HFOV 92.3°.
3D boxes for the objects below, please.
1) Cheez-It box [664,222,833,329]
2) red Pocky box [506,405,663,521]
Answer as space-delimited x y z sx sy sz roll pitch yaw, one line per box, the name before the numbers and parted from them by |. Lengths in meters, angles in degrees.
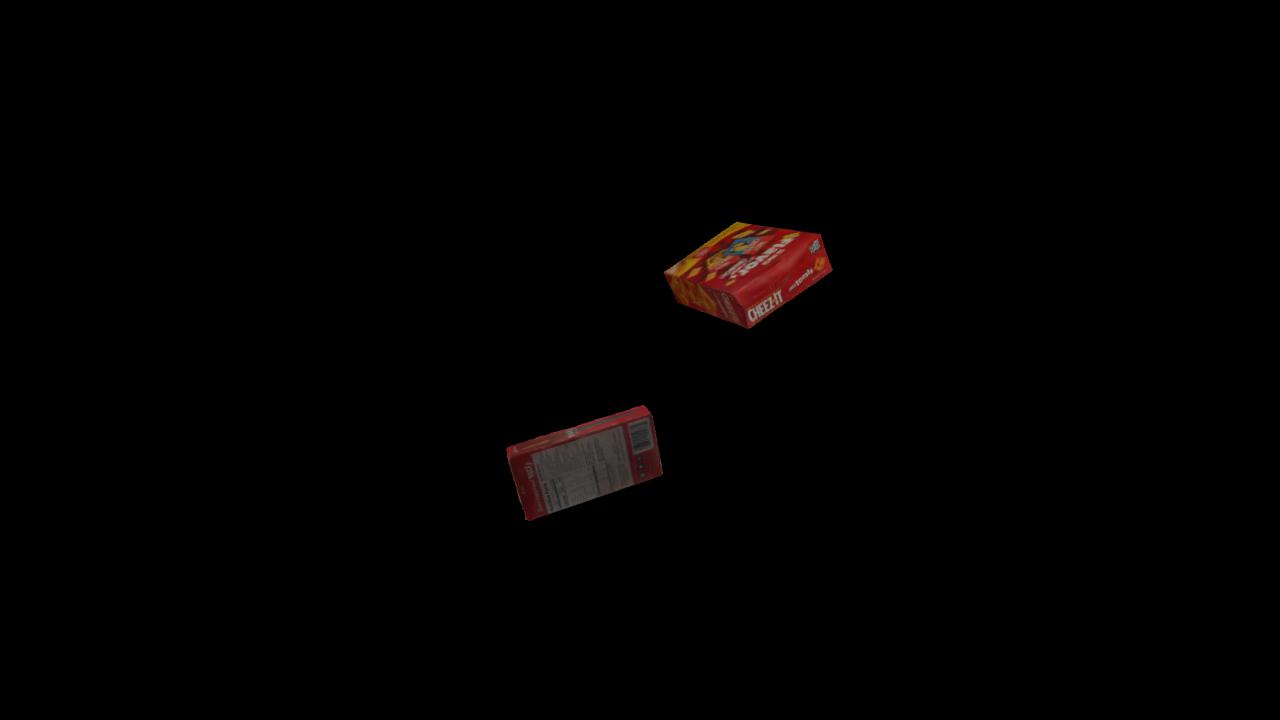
Cheez-It box | 0.160 -0.139 0.957 0.166 0.071 0.223 -35 27 -12
red Pocky box | -0.056 0.107 0.650 0.155 0.083 0.028 -16 26 -13
